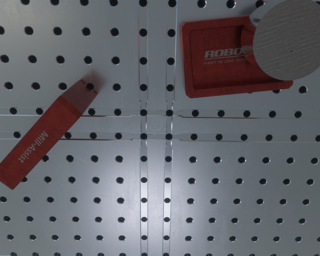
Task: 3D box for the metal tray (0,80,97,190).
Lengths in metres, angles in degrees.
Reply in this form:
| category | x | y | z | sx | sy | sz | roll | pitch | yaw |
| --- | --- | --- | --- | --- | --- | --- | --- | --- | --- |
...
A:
| category | x | y | z | sx | sy | sz | roll | pitch | yaw |
| --- | --- | --- | --- | --- | --- | --- | --- | --- | --- |
| metal tray | -0.138 | 0.005 | 0.379 | 0.030 | 0.090 | 0.130 | 42 | 105 | -14 |

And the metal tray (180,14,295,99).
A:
| category | x | y | z | sx | sy | sz | roll | pitch | yaw |
| --- | --- | --- | --- | --- | --- | --- | --- | --- | --- |
| metal tray | 0.093 | -0.089 | 0.378 | 0.131 | 0.030 | 0.089 | -6 | 110 | 2 |

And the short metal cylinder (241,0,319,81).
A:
| category | x | y | z | sx | sy | sz | roll | pitch | yaw |
| --- | --- | --- | --- | --- | --- | --- | --- | --- | --- |
| short metal cylinder | 0.133 | -0.096 | 0.333 | 0.081 | 0.050 | 0.079 | 0 | 110 | 0 |
